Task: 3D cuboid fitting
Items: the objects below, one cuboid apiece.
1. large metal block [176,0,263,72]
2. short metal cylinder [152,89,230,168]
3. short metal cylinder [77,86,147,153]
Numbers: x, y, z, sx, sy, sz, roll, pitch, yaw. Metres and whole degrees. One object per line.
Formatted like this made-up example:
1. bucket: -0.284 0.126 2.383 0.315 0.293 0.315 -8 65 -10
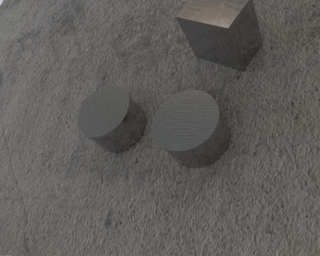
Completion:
1. large metal block: 0.079 -0.128 0.405 0.080 0.080 0.050 28 77 37
2. short metal cylinder: 0.038 0.001 0.367 0.080 0.050 0.080 -13 56 21
3. short metal cylinder: -0.065 -0.012 0.429 0.080 0.050 0.080 -13 56 21
